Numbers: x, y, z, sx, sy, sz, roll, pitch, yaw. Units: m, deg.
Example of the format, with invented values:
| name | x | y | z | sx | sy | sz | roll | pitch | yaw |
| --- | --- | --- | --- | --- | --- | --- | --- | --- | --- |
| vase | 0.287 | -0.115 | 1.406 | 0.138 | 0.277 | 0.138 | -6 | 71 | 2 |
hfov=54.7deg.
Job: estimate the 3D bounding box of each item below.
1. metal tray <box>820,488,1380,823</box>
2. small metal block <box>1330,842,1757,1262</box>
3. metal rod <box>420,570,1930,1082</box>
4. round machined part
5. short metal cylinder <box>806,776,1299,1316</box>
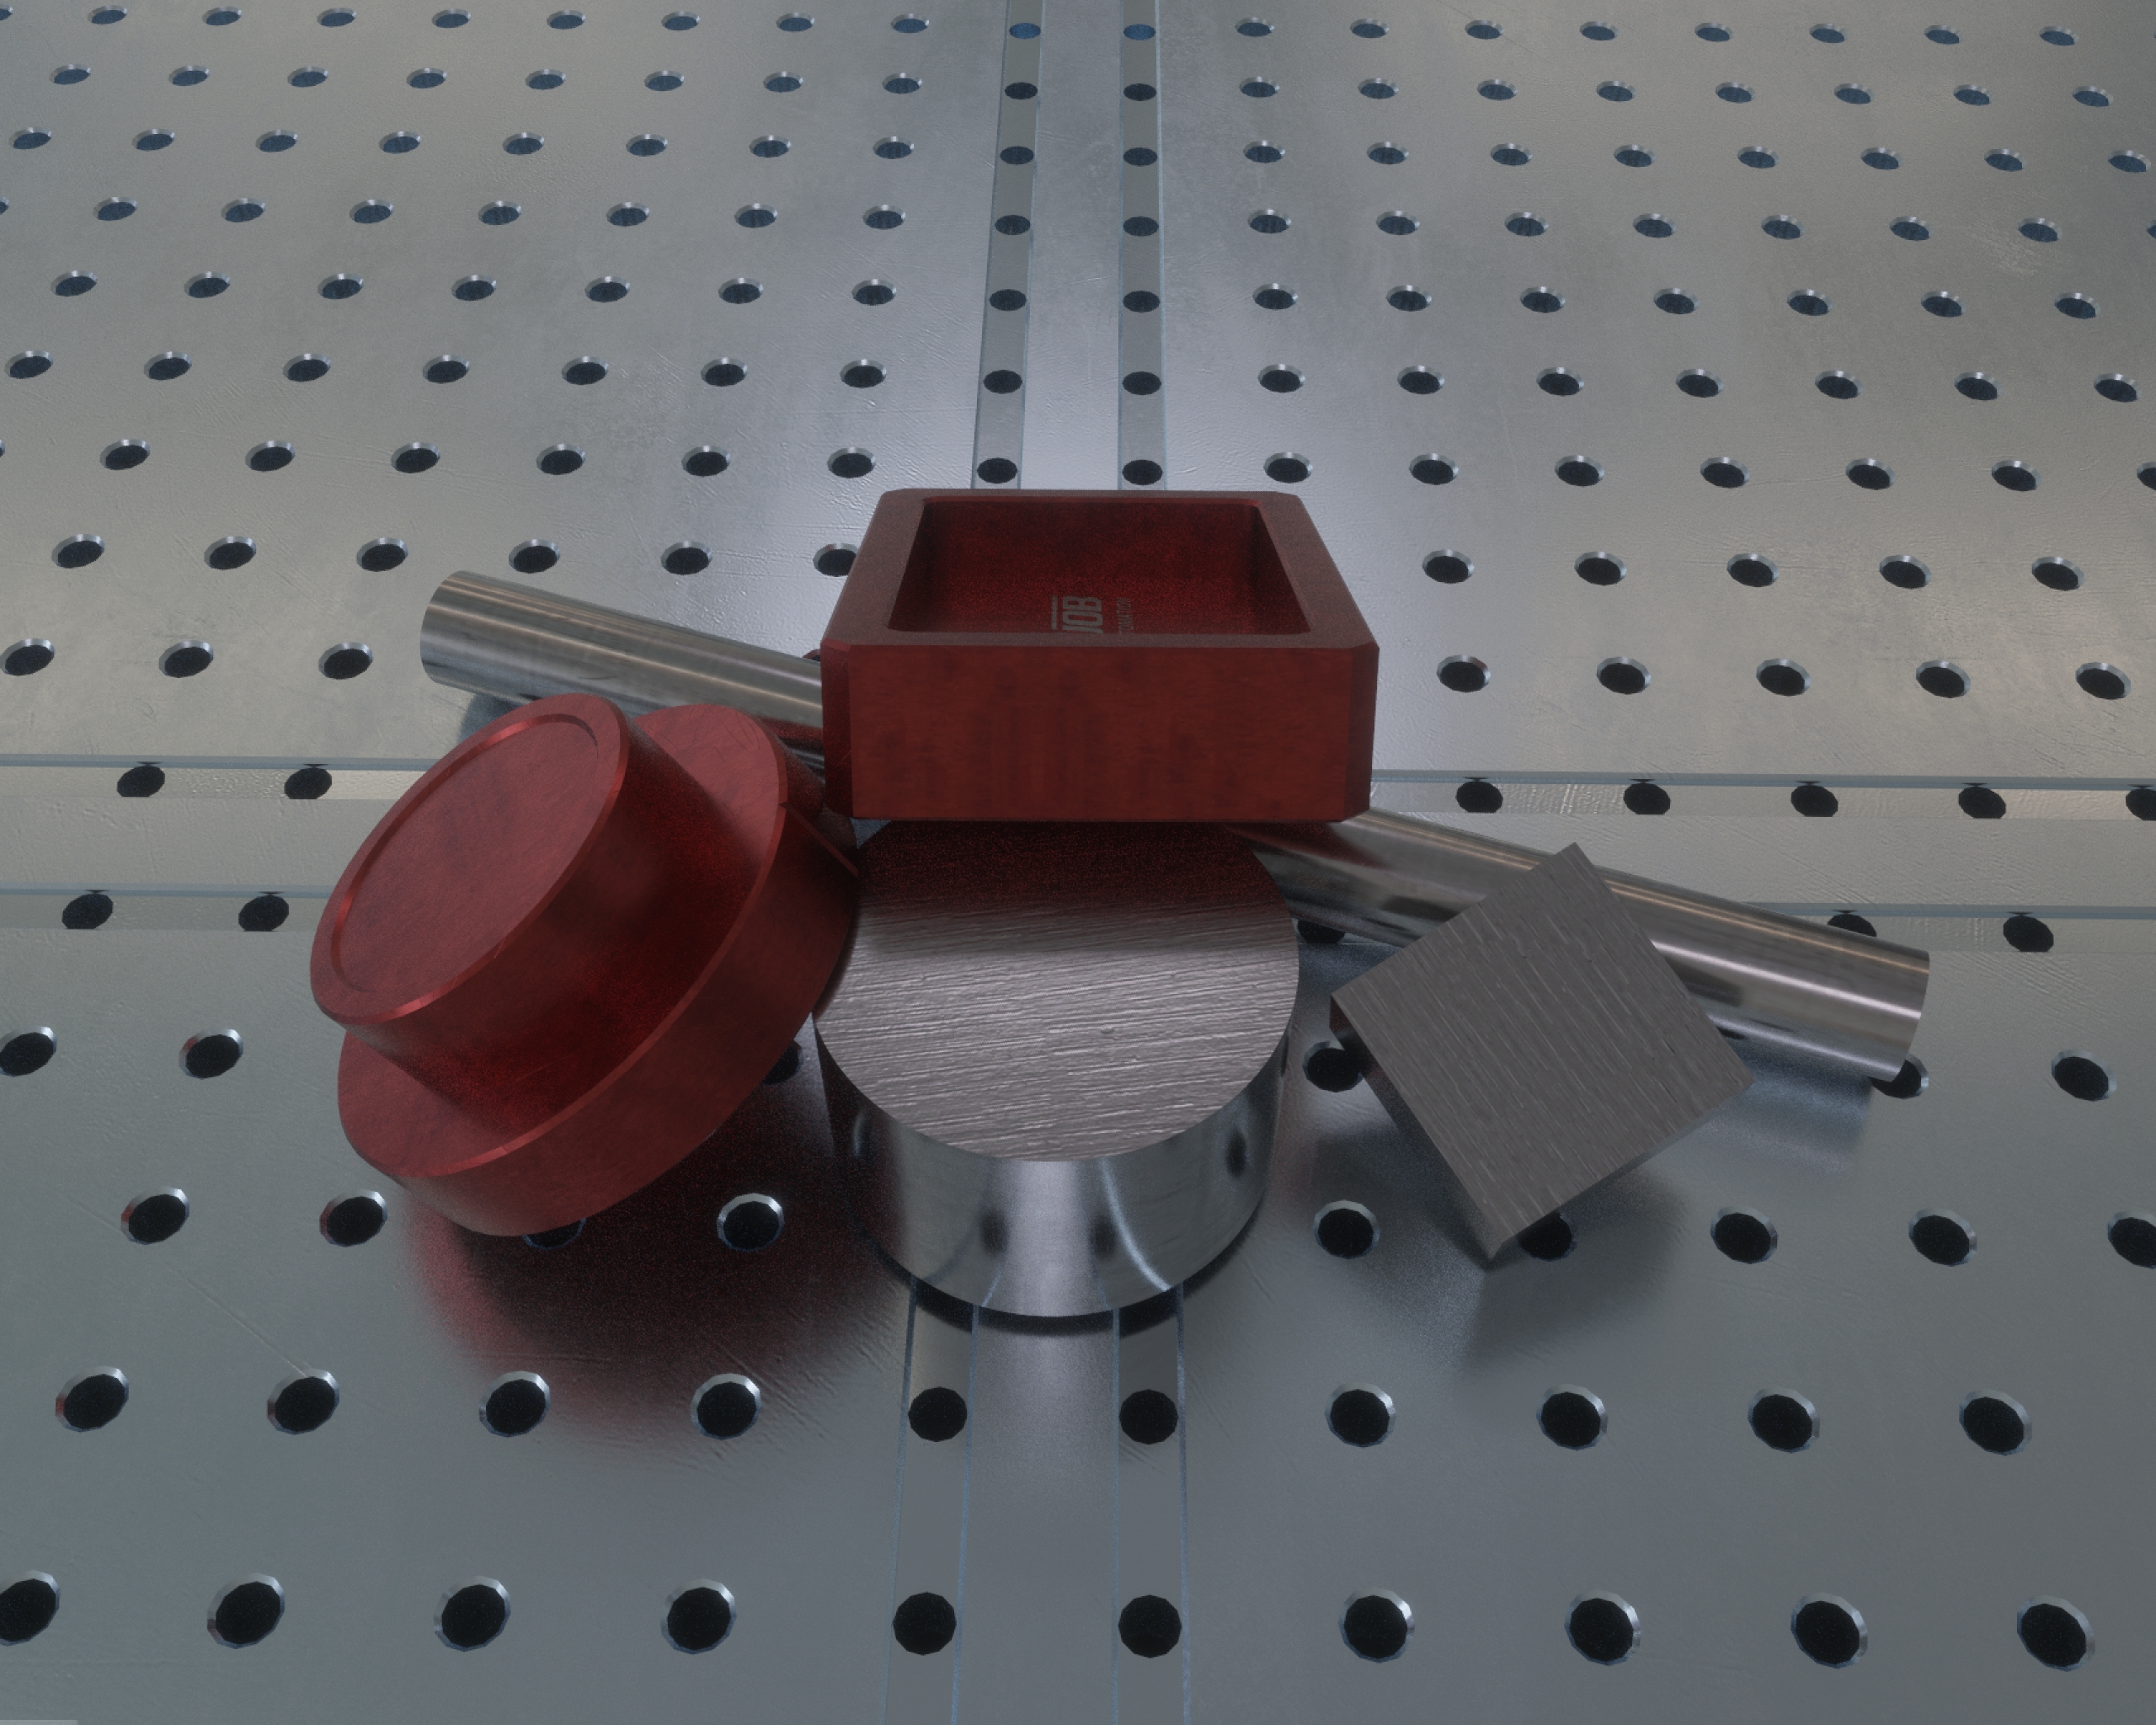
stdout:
| name | x | y | z | sx | sy | sz | roll | pitch | yaw |
| --- | --- | --- | --- | --- | --- | --- | --- | --- | --- |
| metal tray | 0.003 | -0.044 | 0.398 | 0.091 | 0.030 | 0.130 | 0 | 21 | -1 |
| small metal block | 0.079 | 0.033 | 0.361 | 0.050 | 0.025 | 0.050 | -32 | 72 | -5 |
| metal rod | 0.009 | -0.011 | 0.412 | 0.301 | 0.025 | 0.025 | 15 | 52 | 12 |
| round machined part | -0.089 | 0.010 | 0.352 | 0.098 | 0.042 | 0.098 | -24 | 40 | 22 |
| short metal cylinder | -0.004 | 0.031 | 0.361 | 0.081 | 0.050 | 0.080 | 0 | 50 | 0 |
